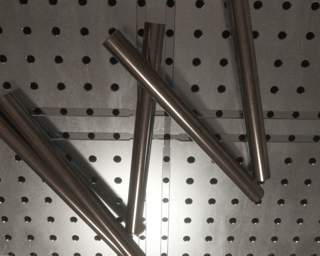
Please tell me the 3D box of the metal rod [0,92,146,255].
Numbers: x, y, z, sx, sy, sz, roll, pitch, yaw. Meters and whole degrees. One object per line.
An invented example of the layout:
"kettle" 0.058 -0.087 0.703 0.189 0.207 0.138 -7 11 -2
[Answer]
"metal rod" -0.116 0.079 0.430 0.025 0.025 0.299 -33 103 11

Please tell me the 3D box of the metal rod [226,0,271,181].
"metal rod" 0.110 -0.067 0.390 0.025 0.025 0.298 -13 110 4

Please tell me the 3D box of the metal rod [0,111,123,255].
"metal rod" -0.142 0.080 0.441 0.025 0.025 0.300 -35 107 11

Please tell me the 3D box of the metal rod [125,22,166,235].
"metal rod" -0.023 0.014 0.418 0.025 0.025 0.298 6 110 -3

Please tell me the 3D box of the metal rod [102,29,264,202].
"metal rod" 0.043 -0.001 0.395 0.025 0.025 0.300 -39 113 13
